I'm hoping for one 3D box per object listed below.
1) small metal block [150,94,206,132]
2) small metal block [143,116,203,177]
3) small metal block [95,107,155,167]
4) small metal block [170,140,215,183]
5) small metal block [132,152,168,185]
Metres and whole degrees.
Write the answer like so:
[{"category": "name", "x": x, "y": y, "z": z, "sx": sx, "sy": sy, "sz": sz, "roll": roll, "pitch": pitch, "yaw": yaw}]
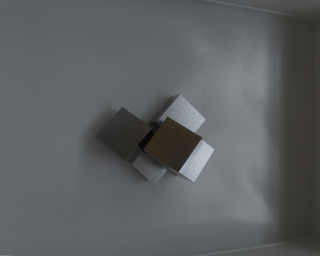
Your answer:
[{"category": "small metal block", "x": 0.024, "y": -0.010, "z": 0.419, "sx": 0.050, "sy": 0.025, "sz": 0.050, "roll": 44, "pitch": 76, "yaw": -15}, {"category": "small metal block", "x": 0.017, "y": 0.022, "z": 0.377, "sx": 0.050, "sy": 0.025, "sz": 0.050, "roll": 32, "pitch": 77, "yaw": 17}, {"category": "small metal block", "x": -0.042, "y": 0.010, "z": 0.381, "sx": 0.050, "sy": 0.025, "sz": 0.050, "roll": 35, "pitch": 76, "yaw": 22}, {"category": "small metal block", "x": 0.038, "y": 0.040, "z": 0.411, "sx": 0.025, "sy": 0.050, "sz": 0.050, "roll": 37, "pitch": 78, "yaw": -17}, {"category": "small metal block", "x": -0.012, "y": 0.038, "z": 0.405, "sx": 0.050, "sy": 0.025, "sz": 0.050, "roll": 44, "pitch": 76, "yaw": -15}]
